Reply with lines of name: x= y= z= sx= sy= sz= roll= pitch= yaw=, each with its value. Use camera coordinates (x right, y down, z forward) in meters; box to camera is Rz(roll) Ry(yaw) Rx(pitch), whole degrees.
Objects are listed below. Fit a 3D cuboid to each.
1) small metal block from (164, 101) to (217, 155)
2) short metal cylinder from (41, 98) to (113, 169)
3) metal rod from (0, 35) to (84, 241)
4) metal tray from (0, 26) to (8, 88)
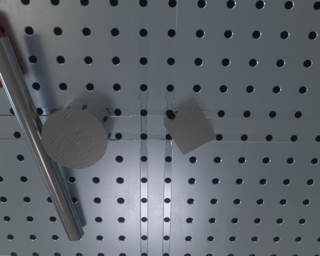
small metal block: x=0.040 y=0.000 z=0.414 sx=0.050 sy=0.025 sz=0.050 roll=-30 pitch=108 yaw=10
short metal cylinder: x=-0.104 y=0.006 z=0.401 sx=0.081 sy=0.050 sz=0.079 roll=0 pitch=110 yaw=0
metal rod: x=-0.154 y=0.032 z=0.405 sx=0.025 sy=0.025 sz=0.298 roll=-10 pitch=117 yaw=3
metal tray: x=-0.252 y=-0.083 z=0.377 sx=0.131 sy=0.030 sz=0.089 roll=-13 pitch=110 yaw=4
